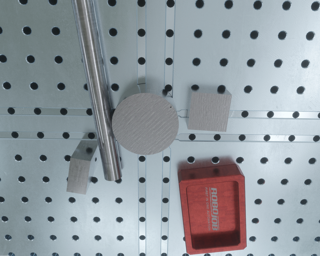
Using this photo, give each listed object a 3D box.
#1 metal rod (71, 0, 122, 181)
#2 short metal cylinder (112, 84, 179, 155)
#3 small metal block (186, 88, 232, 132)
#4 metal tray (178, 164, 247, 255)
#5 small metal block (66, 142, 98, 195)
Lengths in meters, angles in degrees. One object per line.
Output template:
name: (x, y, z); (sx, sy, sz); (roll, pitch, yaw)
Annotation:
metal rod: (-0.081, -0.070, 0.386); (0.025, 0.025, 0.298); (-6, 110, 2)
short metal cylinder: (-0.018, -0.012, 0.395); (0.081, 0.050, 0.079); (0, 110, -1)
small metal block: (0.063, -0.024, 0.406); (0.050, 0.025, 0.050); (4, 110, -2)
metal tray: (0.078, 0.122, 0.456); (0.091, 0.030, 0.129); (-7, 110, 2)
small metal block: (-0.104, 0.054, 0.418); (0.025, 0.050, 0.050); (11, 110, -4)
